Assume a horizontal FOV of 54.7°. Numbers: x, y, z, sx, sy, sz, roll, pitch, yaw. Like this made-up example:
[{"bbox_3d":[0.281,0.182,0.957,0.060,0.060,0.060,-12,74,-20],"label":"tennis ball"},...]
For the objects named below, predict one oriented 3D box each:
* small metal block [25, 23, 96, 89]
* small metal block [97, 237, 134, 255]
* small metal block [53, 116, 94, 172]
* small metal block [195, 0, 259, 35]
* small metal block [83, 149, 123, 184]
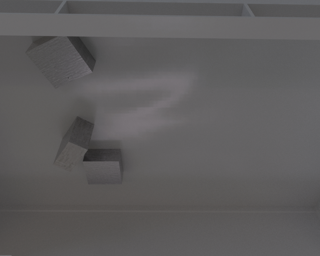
[{"bbox_3d":[-0.108,-0.078,0.341,0.050,0.025,0.050,-20,128,16],"label":"small metal block"},{"bbox_3d":[-0.089,0.251,0.624,0.050,0.025,0.050,-31,124,23],"label":"small metal block"},{"bbox_3d":[-0.113,0.021,0.410,0.025,0.050,0.050,28,125,-22],"label":"small metal block"},{"bbox_3d":[0.061,-0.112,0.298,0.050,0.050,0.025,0,130,0],"label":"small metal block"},{"bbox_3d":[-0.082,0.057,0.457,0.050,0.025,0.050,0,130,0],"label":"small metal block"}]
